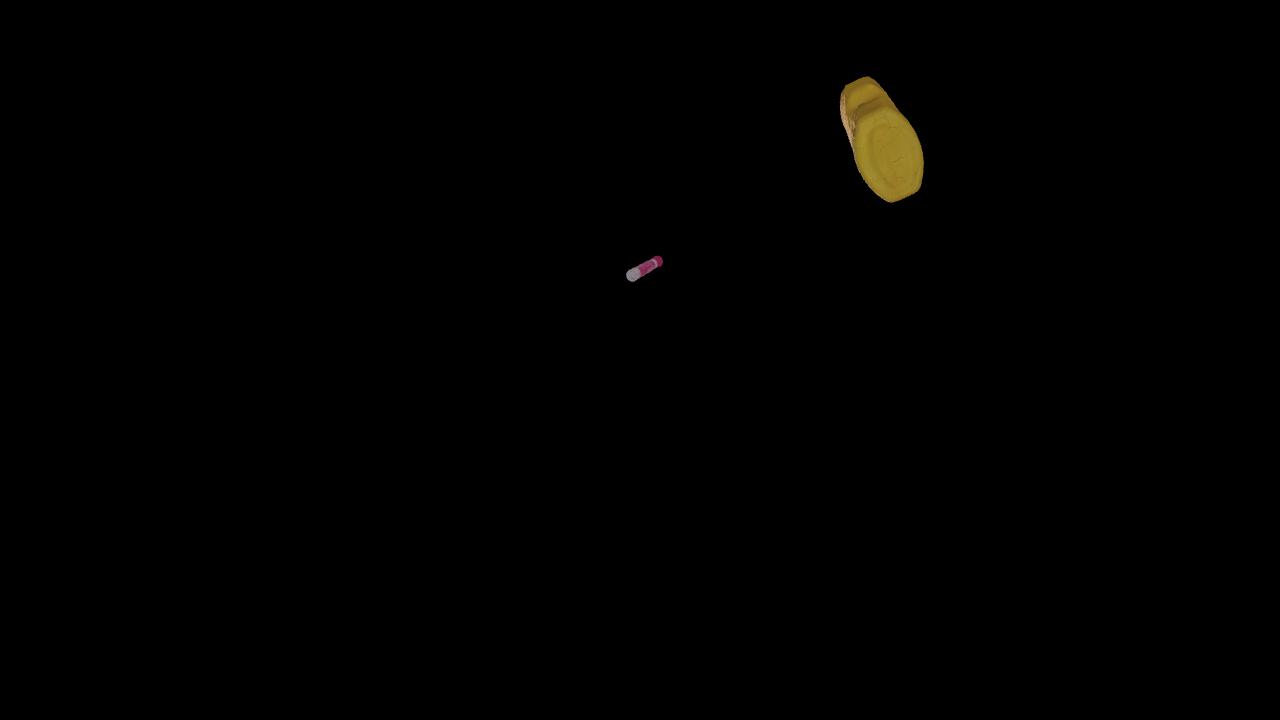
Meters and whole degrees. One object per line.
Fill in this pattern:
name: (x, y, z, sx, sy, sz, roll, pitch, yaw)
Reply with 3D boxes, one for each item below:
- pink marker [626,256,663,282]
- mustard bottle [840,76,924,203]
pink marker: (0.010, -0.146, 0.974, 0.020, 0.020, 0.121, 0, 19, 23)
mustard bottle: (0.231, -0.233, 0.612, 0.054, 0.092, 0.184, -28, 28, 27)
